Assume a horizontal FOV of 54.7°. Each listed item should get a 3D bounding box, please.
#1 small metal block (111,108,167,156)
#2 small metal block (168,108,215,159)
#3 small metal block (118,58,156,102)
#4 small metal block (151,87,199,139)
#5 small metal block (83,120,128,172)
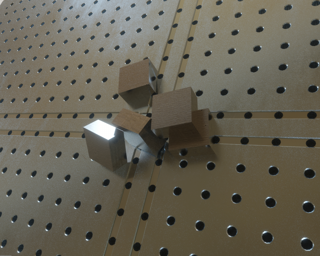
[{"bbox_3d":[-0.027,0.005,0.399,0.050,0.050,0.025,21,66,38],"label":"small metal block"},{"bbox_3d":[0.040,0.007,0.382,0.050,0.025,0.050,-10,58,22],"label":"small metal block"},{"bbox_3d":[-0.034,-0.072,0.469,0.050,0.025,0.050,-14,56,19],"label":"small metal block"},{"bbox_3d":[0.018,-0.018,0.376,0.050,0.025,0.050,-11,57,21],"label":"small metal block"},{"bbox_3d":[-0.072,0.023,0.411,0.050,0.050,0.025,22,39,36],"label":"small metal block"}]
